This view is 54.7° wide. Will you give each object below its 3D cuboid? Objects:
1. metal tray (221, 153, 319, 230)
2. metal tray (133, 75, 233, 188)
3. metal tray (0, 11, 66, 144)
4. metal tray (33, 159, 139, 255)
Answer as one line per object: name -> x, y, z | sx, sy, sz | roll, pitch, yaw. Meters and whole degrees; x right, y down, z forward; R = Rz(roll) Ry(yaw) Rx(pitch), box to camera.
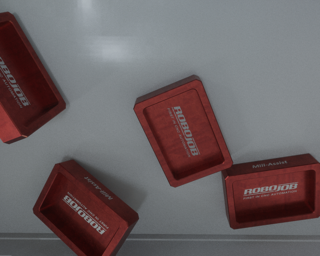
metal tray -> 0.159, 0.091, 0.443 | 0.131, 0.030, 0.089 | -9, 110, 3
metal tray -> 0.032, 0.006, 0.411 | 0.090, 0.030, 0.129 | -22, 109, 7
metal tray -> -0.171, -0.059, 0.350 | 0.030, 0.090, 0.129 | -18, 110, 24
metal tray -> -0.103, 0.116, 0.419 | 0.130, 0.030, 0.090 | 36, 107, 16
